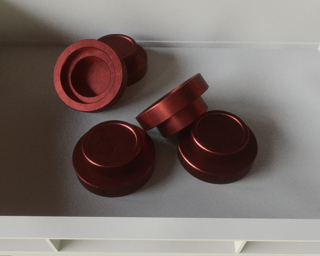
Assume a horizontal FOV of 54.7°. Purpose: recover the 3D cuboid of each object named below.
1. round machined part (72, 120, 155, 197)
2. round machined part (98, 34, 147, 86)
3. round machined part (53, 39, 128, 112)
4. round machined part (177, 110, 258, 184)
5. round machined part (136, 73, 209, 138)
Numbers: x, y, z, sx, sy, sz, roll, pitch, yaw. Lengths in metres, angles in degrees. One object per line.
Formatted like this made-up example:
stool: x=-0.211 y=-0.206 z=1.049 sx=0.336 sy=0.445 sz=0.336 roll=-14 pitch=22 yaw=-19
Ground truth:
round machined part: x=-0.055 y=0.029 z=0.369 sx=0.099 sy=0.042 sz=0.098 roll=0 pitch=50 yaw=0
round machined part: x=-0.069 y=-0.111 z=0.487 sx=0.099 sy=0.042 sz=0.098 roll=0 pitch=50 yaw=0
round machined part: x=-0.092 y=-0.069 z=0.430 sx=0.098 sy=0.042 sz=0.097 roll=0 pitch=88 yaw=10
round machined part: x=0.071 y=0.016 z=0.381 sx=0.099 sy=0.042 sz=0.098 roll=0 pitch=50 yaw=0
round machined part: x=0.021 y=-0.024 z=0.391 sx=0.099 sy=0.098 sz=0.042 roll=-39 pitch=97 yaw=-28
